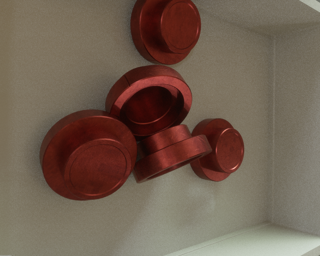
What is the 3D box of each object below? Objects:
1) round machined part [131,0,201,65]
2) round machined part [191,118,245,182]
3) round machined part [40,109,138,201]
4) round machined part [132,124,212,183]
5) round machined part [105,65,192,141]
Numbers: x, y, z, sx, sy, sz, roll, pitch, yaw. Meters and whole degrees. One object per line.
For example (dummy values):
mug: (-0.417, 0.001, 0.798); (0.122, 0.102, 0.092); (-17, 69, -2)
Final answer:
round machined part: (0.014, -0.130, 0.397); (0.099, 0.042, 0.097); (-13, 111, -38)
round machined part: (0.093, 0.034, 0.476); (0.099, 0.042, 0.097); (0, 90, -40)
round machined part: (-0.068, 0.033, 0.317); (0.099, 0.042, 0.097); (-12, 118, -24)
round machined part: (0.010, 0.028, 0.375); (0.099, 0.098, 0.042); (-14, 75, -39)
round machined part: (-0.016, -0.033, 0.362); (0.099, 0.042, 0.097); (-15, 138, -14)
